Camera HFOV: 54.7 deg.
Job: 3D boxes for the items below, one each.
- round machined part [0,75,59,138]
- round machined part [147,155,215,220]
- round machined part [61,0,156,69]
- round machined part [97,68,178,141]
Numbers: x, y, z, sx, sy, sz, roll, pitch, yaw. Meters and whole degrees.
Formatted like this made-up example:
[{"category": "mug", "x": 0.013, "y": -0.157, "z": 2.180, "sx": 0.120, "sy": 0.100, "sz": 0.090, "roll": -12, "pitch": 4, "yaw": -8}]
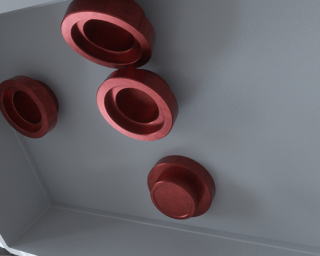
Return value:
[{"category": "round machined part", "x": -0.198, "y": -0.036, "z": 0.480, "sx": 0.098, "sy": 0.042, "sz": 0.097, "roll": 13, "pitch": 124, "yaw": 21}, {"category": "round machined part", "x": 0.025, "y": 0.091, "z": 0.441, "sx": 0.098, "sy": 0.042, "sz": 0.097, "roll": 13, "pitch": 124, "yaw": 21}, {"category": "round machined part", "x": -0.052, "y": -0.109, "z": 0.338, "sx": 0.099, "sy": 0.042, "sz": 0.098, "roll": 11, "pitch": 159, "yaw": 4}, {"category": "round machined part", "x": -0.024, "y": -0.033, "z": 0.381, "sx": 0.098, "sy": 0.042, "sz": 0.097, "roll": 14, "pitch": 138, "yaw": 14}]
